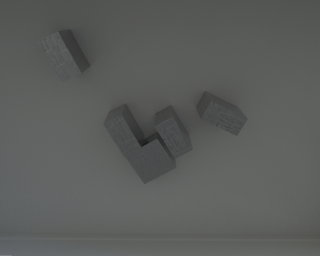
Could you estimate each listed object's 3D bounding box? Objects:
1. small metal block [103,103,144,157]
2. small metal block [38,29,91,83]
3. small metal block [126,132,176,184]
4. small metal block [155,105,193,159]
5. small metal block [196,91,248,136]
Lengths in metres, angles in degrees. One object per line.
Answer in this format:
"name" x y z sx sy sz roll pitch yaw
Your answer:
"small metal block" -0.045 0.002 0.398 0.025 0.050 0.050 -27 108 9
"small metal block" -0.110 -0.086 0.365 0.025 0.050 0.050 -24 109 8
"small metal block" -0.012 0.041 0.426 0.050 0.025 0.050 -29 108 10
"small metal block" 0.017 0.004 0.400 0.025 0.050 0.050 -29 108 10
"small metal block" 0.076 -0.019 0.392 0.050 0.050 0.025 25 108 -9
